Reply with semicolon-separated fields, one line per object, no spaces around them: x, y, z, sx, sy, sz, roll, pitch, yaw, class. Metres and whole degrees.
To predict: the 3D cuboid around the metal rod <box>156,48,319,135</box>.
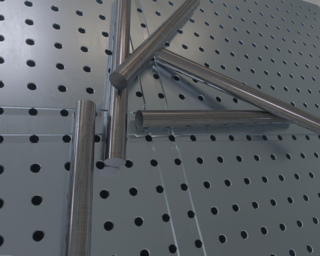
0.136;-0.054;0.489;0.301;0.025;0.025;23;53;-5;metal rod

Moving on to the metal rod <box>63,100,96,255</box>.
-0.080;0.103;0.302;0.025;0.025;0.299;9;58;-23;metal rod

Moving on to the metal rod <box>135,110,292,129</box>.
0.105;-0.015;0.473;0.302;0.025;0.025;-2;63;-29;metal rod

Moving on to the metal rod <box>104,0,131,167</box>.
-0.056;-0.089;0.432;0.025;0.025;0.299;12;57;-22;metal rod

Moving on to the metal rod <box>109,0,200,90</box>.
0.007;-0.148;0.483;0.025;0.025;0.301;36;46;-4;metal rod
